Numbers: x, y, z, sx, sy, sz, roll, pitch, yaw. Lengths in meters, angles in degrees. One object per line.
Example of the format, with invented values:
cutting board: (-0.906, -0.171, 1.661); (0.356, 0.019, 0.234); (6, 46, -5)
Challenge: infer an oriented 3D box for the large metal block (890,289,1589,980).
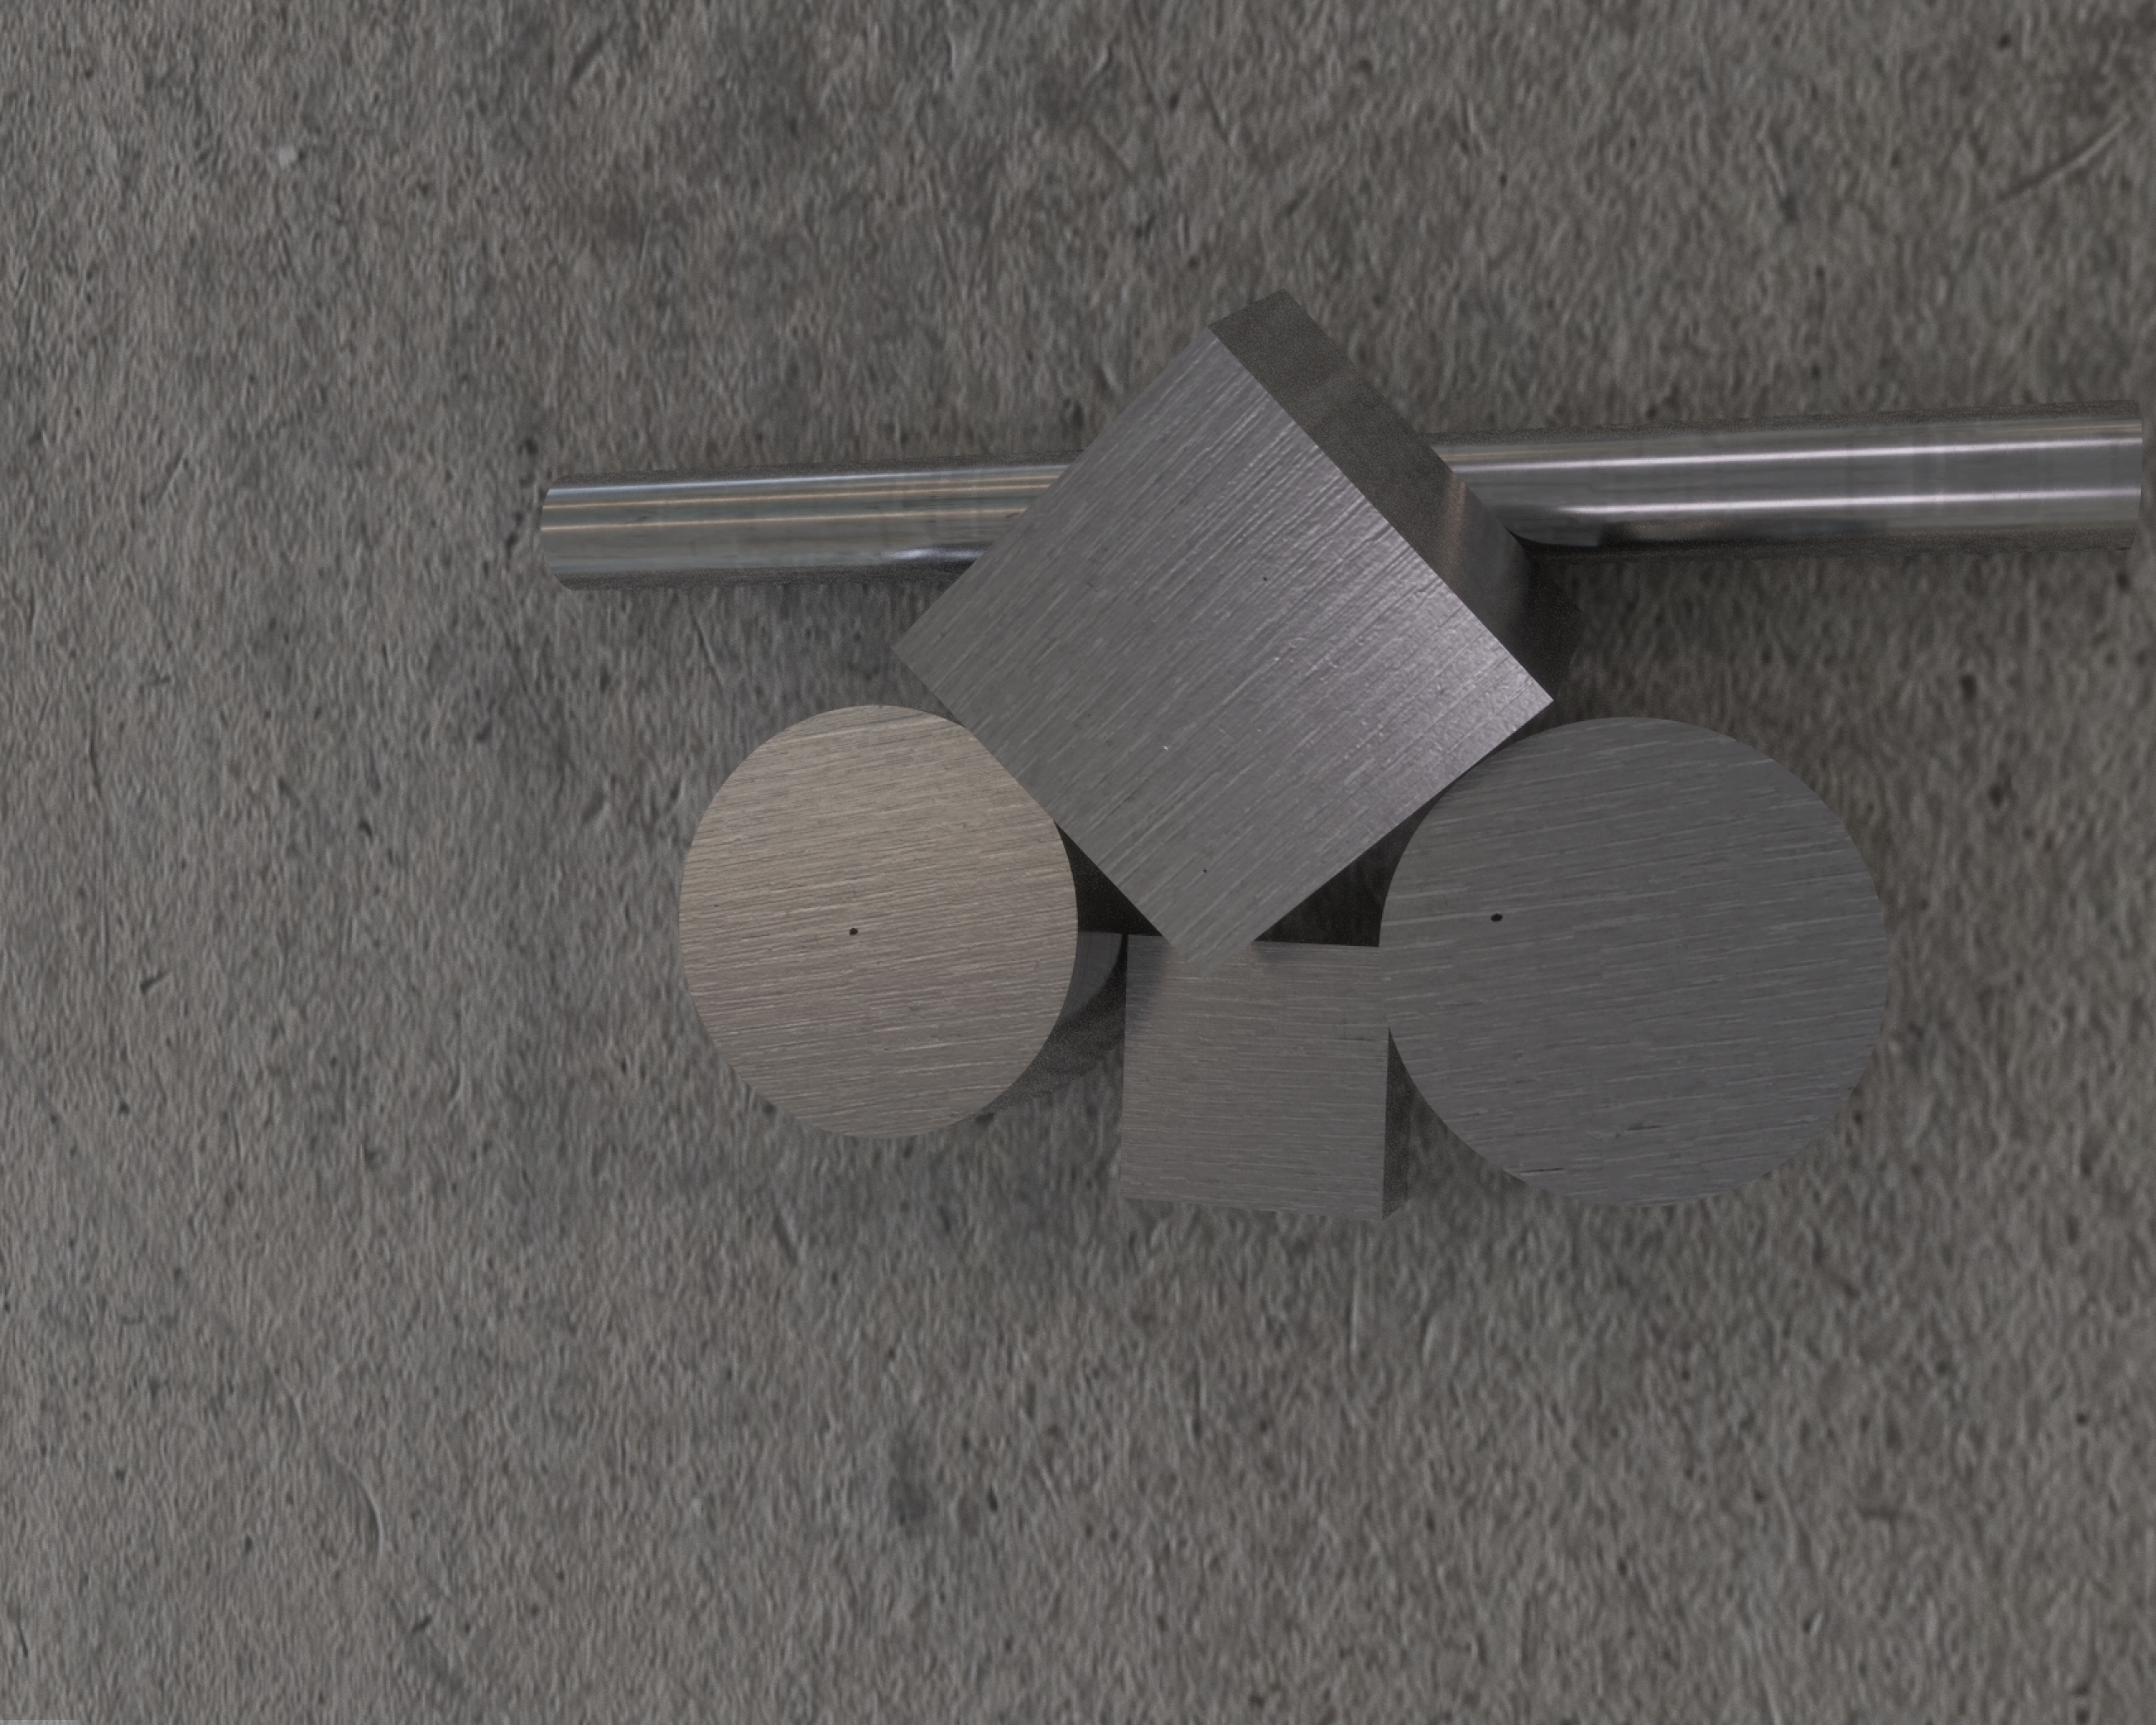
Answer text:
large metal block: (0.029, -0.040, 0.368); (0.080, 0.050, 0.080); (47, 119, -3)

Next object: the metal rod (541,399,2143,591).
metal rod: (0.034, -0.068, 0.398); (0.301, 0.025, 0.025); (1, 91, 19)

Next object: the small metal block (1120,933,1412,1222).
small metal block: (0.037, 0.039, 0.398); (0.050, 0.025, 0.050); (2, 91, 20)

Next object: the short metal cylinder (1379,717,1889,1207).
short metal cylinder: (0.097, 0.016, 0.362); (0.080, 0.050, 0.079); (0, 90, 20)

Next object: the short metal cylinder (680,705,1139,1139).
short metal cylinder: (-0.029, 0.011, 0.406); (0.080, 0.050, 0.079); (0, 90, 20)
